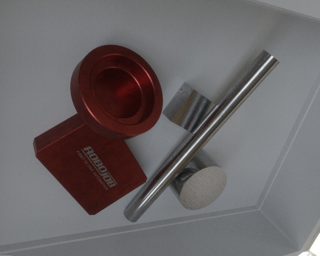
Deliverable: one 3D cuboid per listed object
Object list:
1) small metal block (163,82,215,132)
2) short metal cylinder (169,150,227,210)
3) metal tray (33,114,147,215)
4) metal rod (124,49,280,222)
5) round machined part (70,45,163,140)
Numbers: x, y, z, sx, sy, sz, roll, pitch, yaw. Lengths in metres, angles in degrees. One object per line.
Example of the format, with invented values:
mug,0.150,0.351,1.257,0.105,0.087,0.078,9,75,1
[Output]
small metal block,0.040,-0.025,0.417,0.050,0.025,0.050,28,103,-38
short metal cylinder,0.054,0.077,0.472,0.081,0.050,0.079,-14,125,-21
metal tray,-0.082,0.043,0.389,0.090,0.030,0.130,-32,129,-8
metal rod,0.044,0.023,0.419,0.025,0.025,0.299,23,115,-37
round machined part,-0.048,-0.034,0.329,0.099,0.042,0.098,14,67,-35
